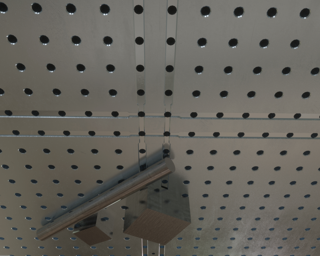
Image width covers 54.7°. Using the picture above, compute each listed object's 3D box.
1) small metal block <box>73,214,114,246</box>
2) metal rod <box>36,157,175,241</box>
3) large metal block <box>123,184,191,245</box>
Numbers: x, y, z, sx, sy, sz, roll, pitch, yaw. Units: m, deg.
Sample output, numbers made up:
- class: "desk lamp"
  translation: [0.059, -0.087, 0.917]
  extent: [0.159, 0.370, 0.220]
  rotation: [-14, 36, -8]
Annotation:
- class: "small metal block"
  translation: [-0.122, 0.188, 0.570]
  extent: [0.050, 0.025, 0.050]
  rotation: [-23, 127, 18]
- class: "metal rod"
  translation: [-0.102, 0.126, 0.517]
  extent: [0.300, 0.025, 0.025]
  rotation: [-32, 124, 23]
- class: "large metal block"
  translation: [-0.006, 0.146, 0.520]
  extent: [0.080, 0.050, 0.080]
  rotation: [24, 126, -20]
